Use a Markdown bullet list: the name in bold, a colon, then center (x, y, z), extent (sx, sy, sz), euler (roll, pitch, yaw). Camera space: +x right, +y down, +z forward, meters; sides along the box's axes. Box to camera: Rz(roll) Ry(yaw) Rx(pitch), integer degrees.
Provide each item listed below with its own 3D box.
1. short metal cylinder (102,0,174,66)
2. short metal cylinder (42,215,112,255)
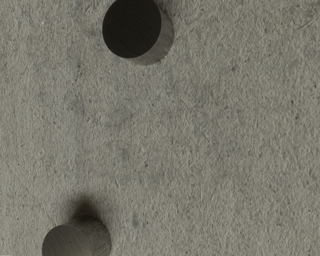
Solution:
- **short metal cylinder**: center (-0.027, -0.126, 0.405), extent (0.080, 0.050, 0.080), euler (0, 90, 20)
- **short metal cylinder**: center (-0.116, 0.169, 0.437), extent (0.080, 0.050, 0.080), euler (0, 90, 20)
